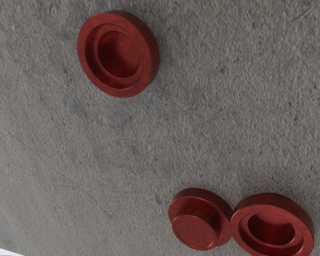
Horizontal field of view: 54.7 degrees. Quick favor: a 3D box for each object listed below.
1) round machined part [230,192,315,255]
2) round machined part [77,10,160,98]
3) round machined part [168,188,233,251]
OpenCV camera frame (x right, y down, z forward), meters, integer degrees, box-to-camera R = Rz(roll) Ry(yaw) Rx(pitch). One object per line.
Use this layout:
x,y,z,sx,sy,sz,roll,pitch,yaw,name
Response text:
0.143,0.122,0.396,0.098,0.042,0.097,13,124,21,round machined part
-0.044,-0.088,0.365,0.098,0.042,0.097,13,124,21,round machined part
0.056,0.139,0.452,0.098,0.042,0.097,13,124,21,round machined part
